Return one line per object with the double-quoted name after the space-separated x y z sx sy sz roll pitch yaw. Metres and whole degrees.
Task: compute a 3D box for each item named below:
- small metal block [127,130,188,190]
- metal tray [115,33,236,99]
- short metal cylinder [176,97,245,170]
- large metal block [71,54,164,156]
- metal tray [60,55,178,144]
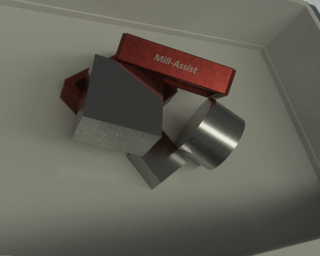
-0.003 0.038 0.380 0.050 0.025 0.050 -33 80 -38 "small metal block"
0.017 -0.071 0.379 0.131 0.090 0.030 18 92 -1 "metal tray"
0.064 0.007 0.401 0.050 0.080 0.080 34 51 -6 "short metal cylinder"
-0.044 -0.023 0.338 0.081 0.050 0.080 15 56 -20 "large metal block"
-0.049 -0.047 0.403 0.090 0.030 0.131 47 51 4 "metal tray"
